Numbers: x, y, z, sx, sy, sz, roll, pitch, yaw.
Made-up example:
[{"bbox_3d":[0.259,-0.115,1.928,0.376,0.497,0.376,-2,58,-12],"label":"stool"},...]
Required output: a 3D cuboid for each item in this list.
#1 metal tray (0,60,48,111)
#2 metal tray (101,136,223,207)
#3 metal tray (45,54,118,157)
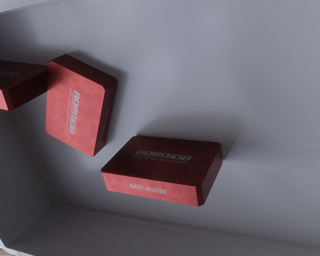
[{"bbox_3d":[-0.230,-0.066,0.444,0.130,0.090,0.030,10,123,22],"label":"metal tray"},{"bbox_3d":[0.004,0.049,0.393,0.130,0.090,0.030,4,120,26],"label":"metal tray"},{"bbox_3d":[-0.117,-0.029,0.447,0.090,0.030,0.129,27,128,11],"label":"metal tray"}]
